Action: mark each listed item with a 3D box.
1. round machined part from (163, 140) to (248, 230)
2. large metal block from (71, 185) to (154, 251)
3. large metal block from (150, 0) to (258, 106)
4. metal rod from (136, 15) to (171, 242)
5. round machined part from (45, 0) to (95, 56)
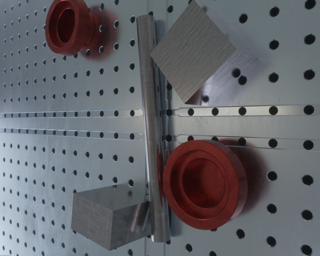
[{"bbox_3d":[0.054,0.062,0.354,0.098,0.042,0.097,0,90,40],"label":"round machined part"},{"bbox_3d":[-0.062,0.117,0.425,0.080,0.081,0.050,10,96,39],"label":"large metal block"},{"bbox_3d":[0.047,-0.082,0.354,0.080,0.050,0.080,-46,63,30],"label":"large metal block"},{"bbox_3d":[-0.009,-0.002,0.416,0.025,0.025,0.298,-7,86,40],"label":"metal rod"},{"bbox_3d":[-0.148,-0.169,0.520,0.098,0.042,0.097,0,90,40],"label":"round machined part"}]
